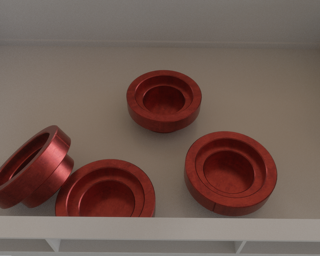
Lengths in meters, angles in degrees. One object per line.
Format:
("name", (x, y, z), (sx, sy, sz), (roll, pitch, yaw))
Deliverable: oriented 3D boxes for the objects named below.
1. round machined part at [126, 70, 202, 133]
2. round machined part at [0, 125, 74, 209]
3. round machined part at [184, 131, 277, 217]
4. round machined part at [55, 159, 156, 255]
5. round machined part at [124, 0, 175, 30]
("round machined part", (0.005, -0.031, 0.421), (0.099, 0.042, 0.098), (0, 50, 0))
("round machined part", (-0.132, 0.046, 0.332), (0.098, 0.042, 0.098), (-31, 26, 18))
("round machined part", (0.076, 0.054, 0.350), (0.099, 0.042, 0.098), (0, 50, 0))
("round machined part", (-0.054, 0.084, 0.323), (0.099, 0.042, 0.098), (0, 50, 0))
("round machined part", (-0.020, -0.232, 0.592), (0.099, 0.042, 0.098), (0, 50, 0))
